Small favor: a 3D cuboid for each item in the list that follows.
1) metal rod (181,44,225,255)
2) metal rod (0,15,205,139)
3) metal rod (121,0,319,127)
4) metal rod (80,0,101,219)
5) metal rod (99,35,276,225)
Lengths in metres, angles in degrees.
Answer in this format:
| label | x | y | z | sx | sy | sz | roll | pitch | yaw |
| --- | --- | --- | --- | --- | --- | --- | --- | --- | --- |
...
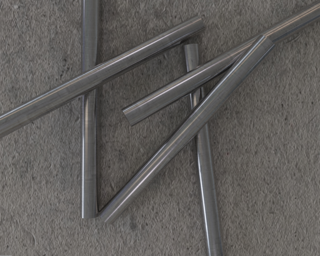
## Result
| label | x | y | z | sx | sy | sz | roll | pitch | yaw |
| --- | --- | --- | --- | --- | --- | --- | --- | --- | --- |
| metal rod | 0.058 | 0.040 | 0.410 | 0.025 | 0.025 | 0.298 | -7 | 90 | 0 |
| metal rod | -0.077 | -0.065 | 0.385 | 0.301 | 0.025 | 0.025 | -30 | 90 | -10 |
| metal rod | 0.089 | -0.086 | 0.390 | 0.301 | 0.025 | 0.025 | -30 | 90 | -8 |
| metal rod | -0.092 | -0.033 | 0.409 | 0.025 | 0.025 | 0.298 | 0 | 90 | 0 |
| metal rod | 0.029 | 0.008 | 0.388 | 0.025 | 0.025 | 0.299 | 42 | 98 | 0 |
